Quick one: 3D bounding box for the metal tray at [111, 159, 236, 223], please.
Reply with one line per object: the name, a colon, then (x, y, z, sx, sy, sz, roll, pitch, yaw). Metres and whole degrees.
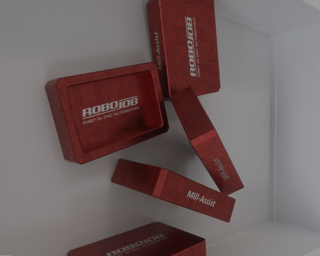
metal tray: (0.018, 0.077, 0.378, 0.131, 0.090, 0.030, 28, 75, -37)

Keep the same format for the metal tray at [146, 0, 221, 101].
metal tray: (0.035, -0.107, 0.418, 0.091, 0.030, 0.129, -15, 105, -32)

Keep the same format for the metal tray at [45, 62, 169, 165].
metal tray: (-0.054, -0.022, 0.357, 0.131, 0.030, 0.089, -20, 103, -38)

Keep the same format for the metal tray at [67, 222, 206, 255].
metal tray: (-0.023, 0.145, 0.344, 0.131, 0.090, 0.030, -5, 93, -40)

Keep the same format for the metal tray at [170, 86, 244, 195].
metal tray: (0.062, 0.020, 0.398, 0.030, 0.090, 0.130, -28, 134, 7)
